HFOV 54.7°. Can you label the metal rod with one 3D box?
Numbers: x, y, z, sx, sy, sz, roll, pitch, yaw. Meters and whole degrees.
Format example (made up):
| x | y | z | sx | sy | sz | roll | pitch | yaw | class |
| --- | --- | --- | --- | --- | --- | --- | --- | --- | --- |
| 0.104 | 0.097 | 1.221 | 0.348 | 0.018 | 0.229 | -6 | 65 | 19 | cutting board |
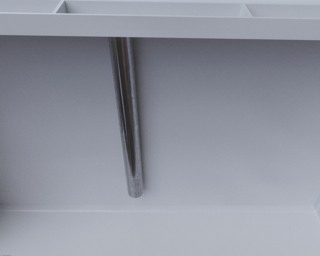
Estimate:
| x | y | z | sx | sy | sz | roll | pitch | yaw | class |
| --- | --- | --- | --- | --- | --- | --- | --- | --- | --- |
| -0.041 | -0.012 | 0.398 | 0.025 | 0.025 | 0.298 | -1 | 130 | 0 | metal rod |
